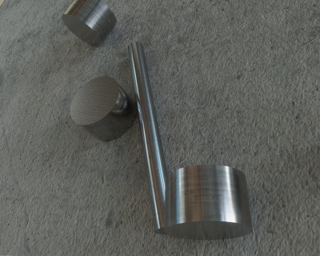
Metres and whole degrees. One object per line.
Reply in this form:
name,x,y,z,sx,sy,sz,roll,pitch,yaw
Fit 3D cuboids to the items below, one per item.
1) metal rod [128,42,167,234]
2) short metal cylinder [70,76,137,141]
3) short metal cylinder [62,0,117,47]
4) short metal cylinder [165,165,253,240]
metal rod,-0.016,-0.010,0.418,0.025,0.025,0.299,-22,53,15
short metal cylinder,-0.081,-0.027,0.447,0.080,0.050,0.080,-13,56,21
short metal cylinder,-0.125,-0.191,0.552,0.080,0.080,0.050,21,73,36
short metal cylinder,0.045,0.074,0.299,0.080,0.080,0.050,-12,57,21
